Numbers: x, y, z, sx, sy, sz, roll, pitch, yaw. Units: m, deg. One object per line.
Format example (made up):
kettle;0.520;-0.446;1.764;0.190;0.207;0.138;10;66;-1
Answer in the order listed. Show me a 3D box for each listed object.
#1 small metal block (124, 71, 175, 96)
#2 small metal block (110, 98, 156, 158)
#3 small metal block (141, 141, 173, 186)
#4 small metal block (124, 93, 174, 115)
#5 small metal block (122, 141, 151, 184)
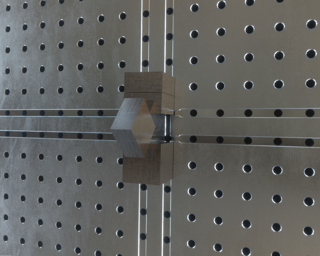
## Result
small metal block;-0.012;-0.056;0.402;0.050;0.050;0.025;2;91;19
small metal block;-0.030;0.000;0.365;0.025;0.050;0.050;1;48;20
small metal block;-0.003;0.044;0.398;0.025;0.050;0.050;2;91;20
small metal block;-0.013;-0.031;0.402;0.050;0.050;0.025;2;91;19
small metal block;-0.026;0.043;0.407;0.025;0.050;0.050;2;91;20
